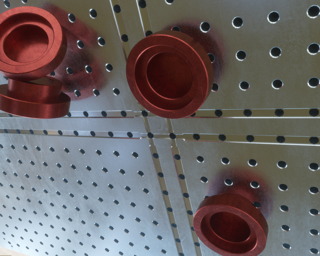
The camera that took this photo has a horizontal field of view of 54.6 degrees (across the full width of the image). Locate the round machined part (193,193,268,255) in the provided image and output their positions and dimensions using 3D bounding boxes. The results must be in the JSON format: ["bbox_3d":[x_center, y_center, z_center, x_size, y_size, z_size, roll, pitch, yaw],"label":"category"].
[{"bbox_3d":[0.099,0.130,0.429,0.098,0.042,0.097,13,124,21],"label":"round machined part"}]

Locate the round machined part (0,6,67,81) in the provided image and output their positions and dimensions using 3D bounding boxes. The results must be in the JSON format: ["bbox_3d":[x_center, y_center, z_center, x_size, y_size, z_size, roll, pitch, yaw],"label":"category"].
[{"bbox_3d":[-0.170,-0.104,0.403,0.098,0.098,0.042,31,164,8],"label":"round machined part"}]

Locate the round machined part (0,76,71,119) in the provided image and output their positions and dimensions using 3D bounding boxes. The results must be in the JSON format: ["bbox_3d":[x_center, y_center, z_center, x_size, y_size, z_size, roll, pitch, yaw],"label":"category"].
[{"bbox_3d":[-0.174,-0.049,0.430,0.098,0.098,0.042,19,107,17],"label":"round machined part"}]

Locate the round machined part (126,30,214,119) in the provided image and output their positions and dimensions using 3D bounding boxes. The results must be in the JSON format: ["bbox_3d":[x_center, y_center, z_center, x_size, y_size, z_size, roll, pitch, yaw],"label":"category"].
[{"bbox_3d":[0.014,-0.063,0.354,0.098,0.042,0.097,13,124,21],"label":"round machined part"}]
